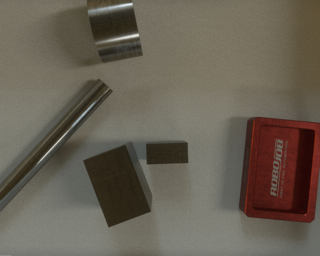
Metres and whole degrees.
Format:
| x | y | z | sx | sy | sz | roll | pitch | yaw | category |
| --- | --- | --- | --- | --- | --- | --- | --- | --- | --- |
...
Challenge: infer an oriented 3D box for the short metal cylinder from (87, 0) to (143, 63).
| x | y | z | sx | sy | sz | roll | pitch | yaw | category |
| --- | --- | --- | --- | --- | --- | --- | --- | --- | --- |
| -0.054 | -0.125 | 0.383 | 0.050 | 0.080 | 0.080 | -11 | 90 | 0 | short metal cylinder |

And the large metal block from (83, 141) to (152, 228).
| x | y | z | sx | sy | sz | roll | pitch | yaw | category |
| --- | --- | --- | --- | --- | --- | --- | --- | --- | --- |
| -0.048 | 0.064 | 0.383 | 0.050 | 0.080 | 0.080 | -21 | 90 | 0 | large metal block |

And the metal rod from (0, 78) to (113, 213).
| x | y | z | sx | sy | sz | roll | pitch | yaw | category |
| --- | --- | --- | --- | --- | --- | --- | --- | --- | --- |
| -0.173 | 0.053 | 0.409 | 0.025 | 0.025 | 0.300 | 43 | 90 | -1 | metal rod |

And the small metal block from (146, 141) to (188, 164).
| x | y | z | sx | sy | sz | roll | pitch | yaw | category |
| --- | --- | --- | --- | --- | --- | --- | --- | --- | --- |
| 0.009 | 0.031 | 0.399 | 0.050 | 0.050 | 0.025 | -2 | 90 | -1 | small metal block |

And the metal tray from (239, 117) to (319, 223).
| x | y | z | sx | sy | sz | roll | pitch | yaw | category |
| --- | --- | --- | --- | --- | --- | --- | --- | --- | --- |
| 0.159 | 0.054 | 0.411 | 0.091 | 0.030 | 0.129 | 6 | 90 | -1 | metal tray |
